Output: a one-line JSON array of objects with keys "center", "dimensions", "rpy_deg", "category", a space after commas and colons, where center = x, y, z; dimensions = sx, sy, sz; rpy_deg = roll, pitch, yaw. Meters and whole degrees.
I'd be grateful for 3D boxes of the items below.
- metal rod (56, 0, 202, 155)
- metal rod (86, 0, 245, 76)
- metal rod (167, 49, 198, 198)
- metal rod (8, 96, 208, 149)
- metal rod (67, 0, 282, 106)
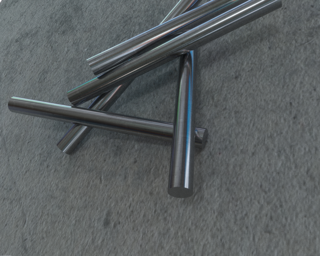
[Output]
[{"center": [-0.045, -0.082, 0.456], "dimensions": [0.300, 0.025, 0.025], "rpy_deg": [-49, 52, 0], "category": "metal rod"}, {"center": [0.040, -0.150, 0.434], "dimensions": [0.301, 0.025, 0.025], "rpy_deg": [-27, 52, -5], "category": "metal rod"}, {"center": [0.034, -0.055, 0.393], "dimensions": [0.025, 0.025, 0.300], "rpy_deg": [-11, 49, 22], "category": "metal rod"}, {"center": [-0.085, -0.012, 0.422], "dimensions": [0.301, 0.025, 0.025], "rpy_deg": [10, 66, 21], "category": "metal rod"}, {"center": [0.008, -0.100, 0.410], "dimensions": [0.301, 0.025, 0.025], "rpy_deg": [-23, 53, 14], "category": "metal rod"}]
